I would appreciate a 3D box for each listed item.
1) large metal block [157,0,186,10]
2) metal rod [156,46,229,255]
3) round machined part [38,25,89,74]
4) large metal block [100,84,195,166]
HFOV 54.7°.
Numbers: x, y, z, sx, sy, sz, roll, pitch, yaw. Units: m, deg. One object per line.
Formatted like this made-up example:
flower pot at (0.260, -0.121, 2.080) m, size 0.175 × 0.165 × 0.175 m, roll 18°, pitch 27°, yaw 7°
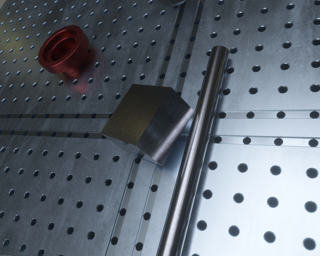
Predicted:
large metal block at (0.006, -0.261, 0.530) m, size 0.050 × 0.080 × 0.080 m, roll -44°, pitch 51°, yaw -2°
metal rod at (0.042, 0.026, 0.370) m, size 0.025 × 0.025 × 0.300 m, roll 3°, pitch 63°, yaw 30°
round machined part at (-0.172, -0.139, 0.573) m, size 0.098 × 0.042 × 0.098 m, roll -13°, pitch 56°, yaw 21°
large metal block at (-0.017, -0.007, 0.393) m, size 0.080 × 0.050 × 0.080 m, roll 14°, pitch 68°, yaw 50°
